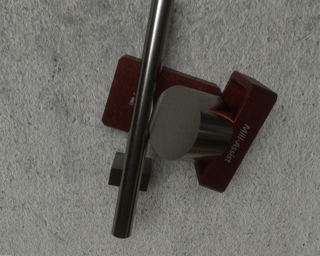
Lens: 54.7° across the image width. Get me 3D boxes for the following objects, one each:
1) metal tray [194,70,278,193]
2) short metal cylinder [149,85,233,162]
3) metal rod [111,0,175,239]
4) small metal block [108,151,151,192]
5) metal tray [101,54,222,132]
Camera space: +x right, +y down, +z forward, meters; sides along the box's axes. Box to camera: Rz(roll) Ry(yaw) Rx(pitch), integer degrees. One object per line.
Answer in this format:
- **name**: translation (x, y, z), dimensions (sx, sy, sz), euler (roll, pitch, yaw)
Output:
- **metal tray**: translation (0.084, 0.002, 0.378), dimensions (0.030, 0.090, 0.129), euler (22, 109, -8)
- **short metal cylinder**: translation (0.033, -0.003, 0.342), dimensions (0.050, 0.080, 0.079), euler (9, 114, -39)
- **metal rod**: translation (-0.021, -0.010, 0.365), dimensions (0.025, 0.025, 0.298), euler (10, 101, -4)
- **small metal block**: translation (-0.040, 0.058, 0.418), dimensions (0.050, 0.050, 0.025), euler (12, 110, -5)
- **metal tray**: translation (0.001, -0.031, 0.396), dimensions (0.131, 0.030, 0.089), euler (17, 109, -7)
